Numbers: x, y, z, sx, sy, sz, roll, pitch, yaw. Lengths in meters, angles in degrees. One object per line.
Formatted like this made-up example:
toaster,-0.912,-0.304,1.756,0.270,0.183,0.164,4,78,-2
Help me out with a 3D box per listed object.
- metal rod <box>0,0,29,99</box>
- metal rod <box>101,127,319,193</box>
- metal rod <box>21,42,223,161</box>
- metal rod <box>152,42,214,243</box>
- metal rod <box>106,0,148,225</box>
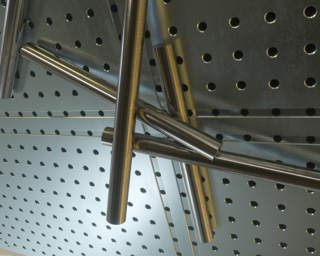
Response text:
metal rod,-0.193,-0.154,0.415,0.025,0.025,0.298,36,129,4
metal rod,0.074,0.039,0.371,0.301,0.025,0.025,11,124,12
metal rod,-0.061,-0.042,0.394,0.301,0.025,0.025,28,128,18
metal rod,0.036,0.037,0.413,0.025,0.025,0.298,0,119,28
metal rod,-0.039,-0.026,0.357,0.025,0.025,0.298,13,106,21
